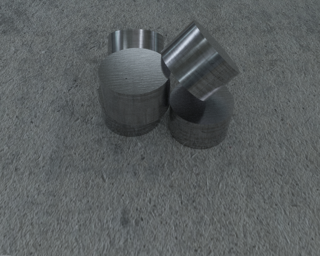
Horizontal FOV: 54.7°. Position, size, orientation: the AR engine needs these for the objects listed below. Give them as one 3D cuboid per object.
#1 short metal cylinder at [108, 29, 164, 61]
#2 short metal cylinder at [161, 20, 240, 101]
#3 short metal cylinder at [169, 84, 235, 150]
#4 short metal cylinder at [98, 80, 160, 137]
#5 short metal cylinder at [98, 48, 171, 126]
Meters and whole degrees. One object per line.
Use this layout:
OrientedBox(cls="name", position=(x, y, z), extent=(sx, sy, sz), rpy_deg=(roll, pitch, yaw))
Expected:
OrientedBox(cls="short metal cylinder", position=(-0.035, -0.105, 0.449), extent=(0.081, 0.080, 0.050), rpy_deg=(0, 89, -1))
OrientedBox(cls="short metal cylinder", position=(0.047, -0.078, 0.361), extent=(0.050, 0.080, 0.080), rpy_deg=(-41, 49, 22))
OrientedBox(cls="short metal cylinder", position=(0.052, -0.019, 0.404), extent=(0.081, 0.050, 0.080), rpy_deg=(0, 50, 0))
OrientedBox(cls="short metal cylinder", position=(-0.039, -0.034, 0.416), extent=(0.081, 0.050, 0.080), rpy_deg=(0, 50, 0))
OrientedBox(cls="short metal cylinder", position=(-0.028, -0.049, 0.364), extent=(0.081, 0.050, 0.080), rpy_deg=(0, 50, 0))
